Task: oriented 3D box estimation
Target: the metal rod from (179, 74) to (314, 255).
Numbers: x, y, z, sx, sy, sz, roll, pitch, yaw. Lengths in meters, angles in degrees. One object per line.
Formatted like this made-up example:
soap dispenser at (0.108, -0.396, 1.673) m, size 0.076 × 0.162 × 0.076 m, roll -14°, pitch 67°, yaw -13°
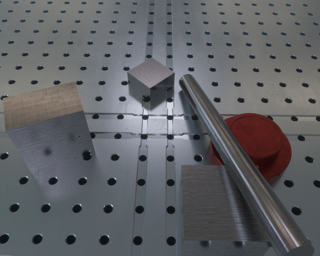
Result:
metal rod at (0.070, 0.011, 0.346) m, size 0.025 × 0.025 × 0.300 m, roll -9°, pitch 34°, yaw -8°

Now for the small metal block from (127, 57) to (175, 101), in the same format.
small metal block at (-0.013, -0.075, 0.471) m, size 0.050 × 0.025 × 0.050 m, roll -36°, pitch 59°, yaw -27°

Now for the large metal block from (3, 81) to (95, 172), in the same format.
large metal block at (-0.129, -0.001, 0.372) m, size 0.081 × 0.080 × 0.050 m, roll -16°, pitch 52°, yaw -13°

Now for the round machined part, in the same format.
round machined part at (0.112, 0.020, 0.381) m, size 0.099 × 0.042 × 0.098 m, roll 0°, pitch 50°, yaw 0°

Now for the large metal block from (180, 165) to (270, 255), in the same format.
large metal block at (0.062, 0.086, 0.320) m, size 0.081 × 0.050 × 0.080 m, roll 1°, pitch 50°, yaw 0°
